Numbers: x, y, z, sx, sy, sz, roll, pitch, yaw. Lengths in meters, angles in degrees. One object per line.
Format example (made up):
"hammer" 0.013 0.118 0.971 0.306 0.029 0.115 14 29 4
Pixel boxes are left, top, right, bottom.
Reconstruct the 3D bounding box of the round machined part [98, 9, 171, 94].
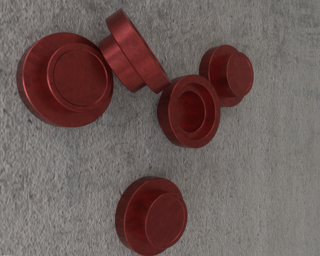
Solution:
"round machined part" -0.031 -0.078 0.344 0.042 0.098 0.098 -33 117 8

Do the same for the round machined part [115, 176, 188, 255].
"round machined part" -0.004 0.112 0.391 0.099 0.042 0.097 0 90 -40

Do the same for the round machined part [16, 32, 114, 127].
"round machined part" -0.089 -0.049 0.318 0.099 0.042 0.097 0 90 -40

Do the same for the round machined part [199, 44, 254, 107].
"round machined part" 0.110 -0.082 0.485 0.099 0.042 0.097 0 90 -40

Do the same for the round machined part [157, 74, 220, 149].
"round machined part" 0.035 -0.022 0.423 0.099 0.042 0.097 0 90 -40
